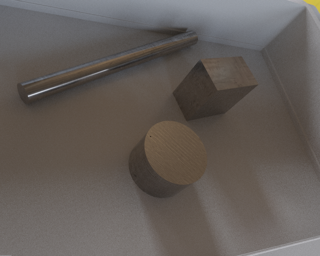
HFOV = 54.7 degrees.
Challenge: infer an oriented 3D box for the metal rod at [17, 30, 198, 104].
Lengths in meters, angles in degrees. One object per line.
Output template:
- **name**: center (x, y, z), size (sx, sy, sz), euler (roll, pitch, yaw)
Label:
- **metal rod**: center (-0.049, -0.096, 0.439), size (0.302, 0.025, 0.025), euler (-29, 78, -38)

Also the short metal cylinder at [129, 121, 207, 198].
- **short metal cylinder**: center (0.009, 0.038, 0.373), size (0.081, 0.050, 0.080), euler (14, 56, -21)

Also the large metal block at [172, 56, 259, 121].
- **large metal block**: center (0.079, -0.057, 0.449), size (0.081, 0.080, 0.050), euler (-12, 68, -33)
